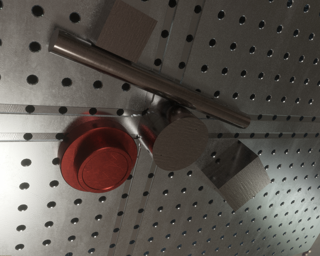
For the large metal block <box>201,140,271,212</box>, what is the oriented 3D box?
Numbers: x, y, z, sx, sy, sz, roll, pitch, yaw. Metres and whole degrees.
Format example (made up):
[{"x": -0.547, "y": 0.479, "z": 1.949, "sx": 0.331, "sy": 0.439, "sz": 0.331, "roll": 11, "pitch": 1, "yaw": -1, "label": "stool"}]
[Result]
[{"x": 0.128, "y": 0.080, "z": 0.518, "sx": 0.080, "sy": 0.050, "sz": 0.080, "roll": -39, "pitch": 130, "yaw": -2, "label": "large metal block"}]

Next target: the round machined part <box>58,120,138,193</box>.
[{"x": -0.074, "y": 0.042, "z": 0.387, "sx": 0.099, "sy": 0.042, "sz": 0.097, "roll": -14, "pitch": 125, "yaw": -21, "label": "round machined part"}]

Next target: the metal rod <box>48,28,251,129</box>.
[{"x": 0.013, "y": -0.048, "z": 0.389, "sx": 0.302, "sy": 0.025, "sz": 0.025, "roll": 18, "pitch": 109, "yaw": -36, "label": "metal rod"}]

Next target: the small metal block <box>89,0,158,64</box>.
[{"x": -0.039, "y": -0.104, "z": 0.327, "sx": 0.050, "sy": 0.025, "sz": 0.050, "roll": 18, "pitch": 109, "yaw": -36, "label": "small metal block"}]

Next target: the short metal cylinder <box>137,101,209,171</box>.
[{"x": 0.017, "y": 0.010, "z": 0.412, "sx": 0.081, "sy": 0.050, "sz": 0.079, "roll": -14, "pitch": 125, "yaw": -21, "label": "short metal cylinder"}]
